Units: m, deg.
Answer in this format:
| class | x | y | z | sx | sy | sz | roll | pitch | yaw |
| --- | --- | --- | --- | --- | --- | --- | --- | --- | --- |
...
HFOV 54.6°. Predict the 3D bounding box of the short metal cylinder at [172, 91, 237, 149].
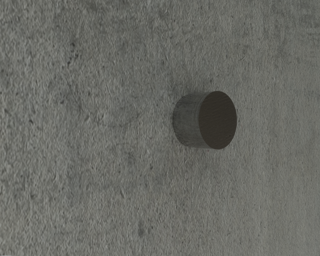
| class | x | y | z | sx | sy | sz | roll | pitch | yaw |
| --- | --- | --- | --- | --- | --- | --- | --- | --- | --- |
| short metal cylinder | 0.064 | -0.011 | 0.441 | 0.081 | 0.050 | 0.080 | 0 | 90 | -40 |
